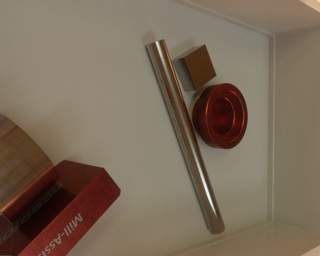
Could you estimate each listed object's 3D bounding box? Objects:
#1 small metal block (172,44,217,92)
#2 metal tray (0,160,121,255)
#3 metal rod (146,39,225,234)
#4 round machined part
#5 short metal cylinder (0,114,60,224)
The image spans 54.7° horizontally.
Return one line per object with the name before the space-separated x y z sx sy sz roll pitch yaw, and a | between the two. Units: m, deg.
small metal block | 0.051 -0.087 0.451 0.050 0.025 0.050 -38 114 -34
metal tray | -0.107 0.086 0.275 0.131 0.090 0.030 -46 118 -30
metal rod | 0.042 0.023 0.443 0.025 0.025 0.298 -32 110 -36
round machined part | 0.087 -0.018 0.471 0.099 0.042 0.097 0 90 -40
short metal cylinder | -0.132 0.034 0.261 0.050 0.080 0.080 -46 118 -30
